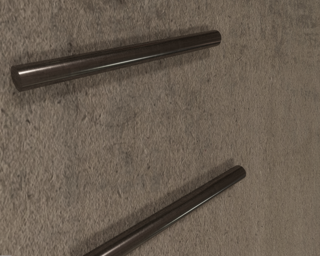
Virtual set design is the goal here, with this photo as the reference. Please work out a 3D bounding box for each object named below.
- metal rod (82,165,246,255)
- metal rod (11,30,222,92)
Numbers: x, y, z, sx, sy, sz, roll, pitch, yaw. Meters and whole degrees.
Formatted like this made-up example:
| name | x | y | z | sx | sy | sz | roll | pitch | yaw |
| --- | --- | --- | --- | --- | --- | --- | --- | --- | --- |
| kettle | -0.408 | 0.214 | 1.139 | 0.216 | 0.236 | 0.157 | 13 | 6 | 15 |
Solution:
| name | x | y | z | sx | sy | sz | roll | pitch | yaw |
| --- | --- | --- | --- | --- | --- | --- | --- | --- | --- |
| metal rod | 0.022 | 0.115 | 0.425 | 0.302 | 0.025 | 0.025 | -20 | 103 | -38 |
| metal rod | -0.025 | -0.092 | 0.384 | 0.302 | 0.025 | 0.025 | -23 | 105 | -38 |
